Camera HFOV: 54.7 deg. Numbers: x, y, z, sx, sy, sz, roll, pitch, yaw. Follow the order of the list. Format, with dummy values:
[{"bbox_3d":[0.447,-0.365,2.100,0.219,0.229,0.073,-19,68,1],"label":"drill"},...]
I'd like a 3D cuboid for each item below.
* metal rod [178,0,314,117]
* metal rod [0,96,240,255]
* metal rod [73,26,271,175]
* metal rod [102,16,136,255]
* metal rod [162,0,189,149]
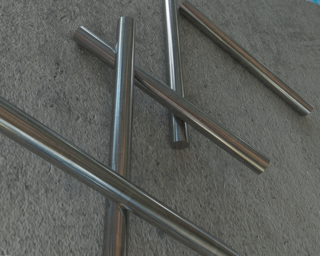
[{"bbox_3d":[0.156,-0.126,0.564,0.300,0.025,0.025,40,51,-1],"label":"metal rod"},{"bbox_3d":[-0.030,0.066,0.302,0.301,0.025,0.025,38,50,-21],"label":"metal rod"},{"bbox_3d":[0.010,-0.040,0.405,0.300,0.025,0.025,36,51,7],"label":"metal rod"},{"bbox_3d":[-0.044,0.000,0.353,0.025,0.025,0.299,10,66,-23],"label":"metal rod"},{"bbox_3d":[0.021,-0.106,0.479,0.025,0.025,0.299,12,57,-22],"label":"metal rod"}]
